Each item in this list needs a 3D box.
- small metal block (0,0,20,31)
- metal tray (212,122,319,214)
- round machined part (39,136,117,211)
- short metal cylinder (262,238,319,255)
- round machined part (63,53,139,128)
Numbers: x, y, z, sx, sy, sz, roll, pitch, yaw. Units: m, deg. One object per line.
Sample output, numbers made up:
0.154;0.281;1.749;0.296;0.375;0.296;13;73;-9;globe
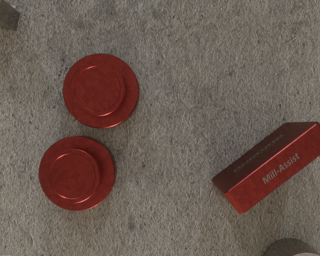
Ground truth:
-0.217;-0.148;0.395;0.050;0.050;0.025;11;90;-1;small metal block
0.130;0.043;0.379;0.130;0.090;0.030;-37;90;0;metal tray
-0.108;0.059;0.400;0.099;0.042;0.097;0;90;-1;round machined part
0.178;0.191;0.400;0.081;0.050;0.079;0;90;-1;short metal cylinder
-0.077;-0.048;0.400;0.099;0.042;0.097;0;90;-1;round machined part
